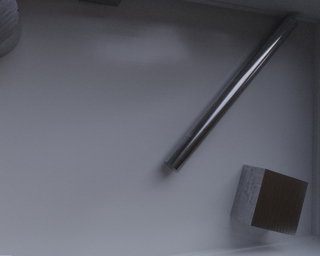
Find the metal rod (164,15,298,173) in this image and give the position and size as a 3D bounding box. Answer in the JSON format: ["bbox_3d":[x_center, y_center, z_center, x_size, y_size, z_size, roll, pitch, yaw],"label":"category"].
[{"bbox_3d":[0.110,-0.058,0.452,0.025,0.025,0.300,45,76,-15],"label":"metal rod"}]

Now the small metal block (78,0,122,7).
[{"bbox_3d":[-0.070,-0.171,0.372,0.050,0.050,0.025,1,90,-20],"label":"small metal block"}]

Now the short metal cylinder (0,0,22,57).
[{"bbox_3d":[-0.191,-0.117,0.326,0.081,0.050,0.079,0,90,-20],"label":"short metal cylinder"}]

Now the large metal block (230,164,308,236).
[{"bbox_3d":[0.161,0.106,0.459,0.081,0.050,0.080,19,84,-20],"label":"large metal block"}]
